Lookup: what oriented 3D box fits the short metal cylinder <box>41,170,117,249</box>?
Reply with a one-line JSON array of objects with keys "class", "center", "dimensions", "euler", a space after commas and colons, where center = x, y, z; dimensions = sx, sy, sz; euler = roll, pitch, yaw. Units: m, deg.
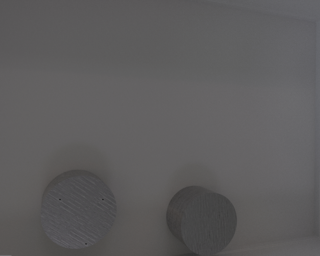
[{"class": "short metal cylinder", "center": [-0.096, 0.092, 0.362], "dimensions": [0.081, 0.050, 0.080], "euler": [0, 90, -20]}]

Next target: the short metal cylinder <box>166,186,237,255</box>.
[{"class": "short metal cylinder", "center": [0.055, 0.122, 0.418], "dimensions": [0.081, 0.050, 0.080], "euler": [0, 90, -20]}]
